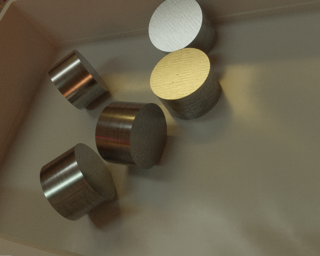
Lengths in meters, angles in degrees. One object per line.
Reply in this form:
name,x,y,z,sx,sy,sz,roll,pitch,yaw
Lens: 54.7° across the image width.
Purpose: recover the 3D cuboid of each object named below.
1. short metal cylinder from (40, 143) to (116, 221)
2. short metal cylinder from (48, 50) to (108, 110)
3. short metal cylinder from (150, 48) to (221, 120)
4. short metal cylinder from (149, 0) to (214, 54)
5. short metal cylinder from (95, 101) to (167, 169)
short metal cylinder,-0.099,0.066,0.383,0.050,0.080,0.080,-33,52,7
short metal cylinder,-0.126,-0.074,0.482,0.050,0.080,0.080,-37,51,4
short metal cylinder,0.034,-0.058,0.407,0.080,0.050,0.080,-13,56,21
short metal cylinder,0.031,-0.139,0.443,0.080,0.050,0.080,-5,80,27
short metal cylinder,-0.033,0.008,0.383,0.050,0.080,0.080,6,65,31
